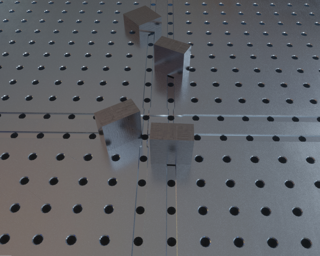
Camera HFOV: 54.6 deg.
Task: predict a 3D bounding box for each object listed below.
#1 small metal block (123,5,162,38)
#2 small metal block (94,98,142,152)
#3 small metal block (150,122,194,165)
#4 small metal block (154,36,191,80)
[{"bbox_3d":[-0.032,-0.198,0.574,0.050,0.025,0.050,-30,56,-23],"label":"small metal block"},{"bbox_3d":[-0.052,-0.003,0.394,0.050,0.050,0.025,-24,54,-19],"label":"small metal block"},{"bbox_3d":[0.014,0.020,0.375,0.050,0.050,0.025,2,50,2],"label":"small metal block"},{"bbox_3d":[0.019,-0.109,0.483,0.050,0.050,0.025,22,54,18],"label":"small metal block"}]
